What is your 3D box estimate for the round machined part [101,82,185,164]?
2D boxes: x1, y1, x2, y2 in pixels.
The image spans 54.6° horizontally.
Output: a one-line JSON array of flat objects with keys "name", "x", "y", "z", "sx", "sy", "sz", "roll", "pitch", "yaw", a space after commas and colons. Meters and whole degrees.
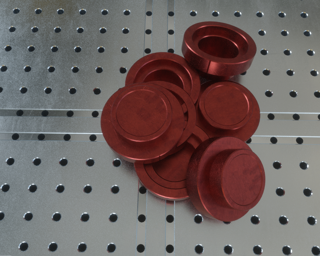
[{"name": "round machined part", "x": -0.020, "y": -0.010, "z": 0.361, "sx": 0.099, "sy": 0.042, "sz": 0.098, "roll": 0, "pitch": 70, "yaw": 0}]

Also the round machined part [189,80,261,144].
[{"name": "round machined part", "x": 0.084, "y": -0.022, "z": 0.411, "sx": 0.099, "sy": 0.042, "sz": 0.098, "roll": 0, "pitch": 70, "yaw": 0}]

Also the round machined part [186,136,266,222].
[{"name": "round machined part", "x": 0.082, "y": 0.058, "z": 0.356, "sx": 0.099, "sy": 0.042, "sz": 0.098, "roll": 3, "pitch": 84, "yaw": -32}]

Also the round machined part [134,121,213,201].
[{"name": "round machined part", "x": 0.018, "y": 0.041, "z": 0.388, "sx": 0.099, "sy": 0.042, "sz": 0.098, "roll": 0, "pitch": 70, "yaw": 0}]

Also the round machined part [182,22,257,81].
[{"name": "round machined part", "x": 0.078, "y": -0.102, "z": 0.429, "sx": 0.099, "sy": 0.042, "sz": 0.098, "roll": 4, "pitch": 49, "yaw": -5}]

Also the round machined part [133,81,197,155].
[{"name": "round machined part", "x": -0.003, "y": -0.009, "z": 0.406, "sx": 0.099, "sy": 0.042, "sz": 0.098, "roll": 0, "pitch": 70, "yaw": 0}]

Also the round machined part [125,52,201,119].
[{"name": "round machined part", "x": 0.004, "y": -0.050, "z": 0.421, "sx": 0.099, "sy": 0.042, "sz": 0.098, "roll": 0, "pitch": 70, "yaw": 0}]
